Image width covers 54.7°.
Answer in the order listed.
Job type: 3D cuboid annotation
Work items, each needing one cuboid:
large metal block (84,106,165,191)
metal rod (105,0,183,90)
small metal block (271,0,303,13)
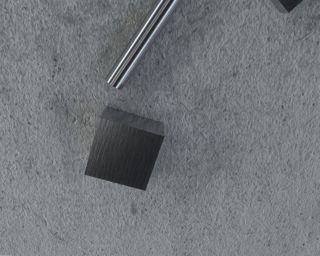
[{"bbox_3d":[-0.045,0.026,0.405,0.080,0.050,0.079,16,109,-7],"label":"large metal block"},{"bbox_3d":[0.028,-0.170,0.347,0.025,0.025,0.299,34,106,-12],"label":"metal rod"},{"bbox_3d":[0.146,-0.168,0.350,0.050,0.025,0.050,-43,105,14],"label":"small metal block"}]
